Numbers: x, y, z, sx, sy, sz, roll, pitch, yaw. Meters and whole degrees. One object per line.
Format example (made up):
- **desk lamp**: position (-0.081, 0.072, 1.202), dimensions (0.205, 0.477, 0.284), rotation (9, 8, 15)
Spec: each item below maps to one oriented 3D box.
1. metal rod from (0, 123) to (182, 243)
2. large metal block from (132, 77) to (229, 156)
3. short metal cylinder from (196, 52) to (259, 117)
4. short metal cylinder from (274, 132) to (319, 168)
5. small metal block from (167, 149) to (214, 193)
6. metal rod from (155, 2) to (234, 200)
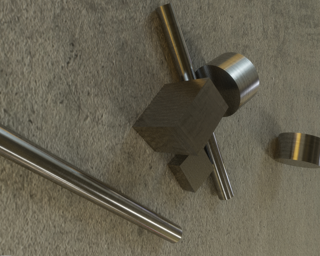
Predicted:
- **metal rod**: position (-0.077, 0.065, 0.339), dimensions (0.301, 0.025, 0.025), rotation (39, 66, -33)
- **large metal block**: position (0.025, -0.014, 0.390), dimensions (0.050, 0.080, 0.080), rotation (50, 60, -28)
- **short metal cylinder**: position (0.094, -0.063, 0.447), dimensions (0.050, 0.080, 0.080), rotation (-36, 113, -34)
- **short metal cylinder**: position (0.264, 0.043, 0.590), dimensions (0.080, 0.080, 0.050), rotation (21, 77, -38)
- **small metal block**: position (0.045, 0.055, 0.442), dimensions (0.050, 0.025, 0.050), rotation (-45, 117, -31)
- **metal rod**: position (0.055, -0.027, 0.450), dimensions (0.025, 0.025, 0.298), rotation (-32, 110, -35)
